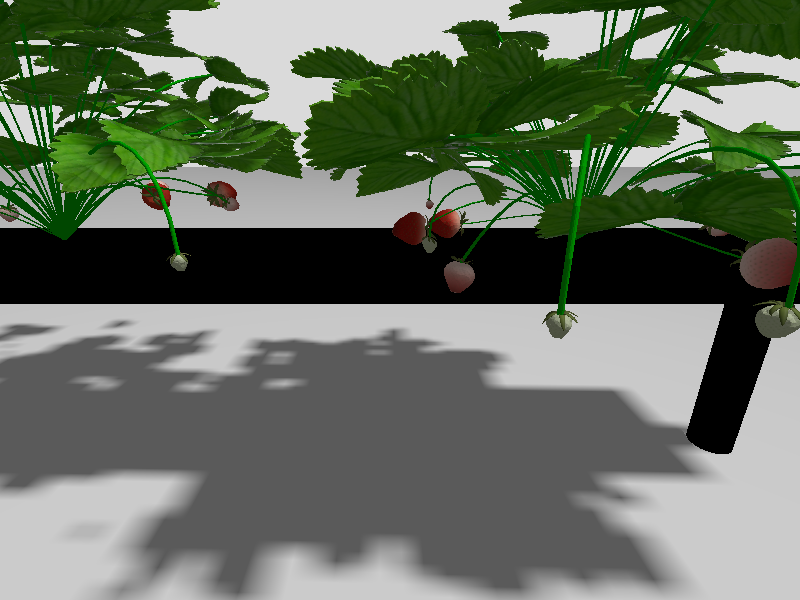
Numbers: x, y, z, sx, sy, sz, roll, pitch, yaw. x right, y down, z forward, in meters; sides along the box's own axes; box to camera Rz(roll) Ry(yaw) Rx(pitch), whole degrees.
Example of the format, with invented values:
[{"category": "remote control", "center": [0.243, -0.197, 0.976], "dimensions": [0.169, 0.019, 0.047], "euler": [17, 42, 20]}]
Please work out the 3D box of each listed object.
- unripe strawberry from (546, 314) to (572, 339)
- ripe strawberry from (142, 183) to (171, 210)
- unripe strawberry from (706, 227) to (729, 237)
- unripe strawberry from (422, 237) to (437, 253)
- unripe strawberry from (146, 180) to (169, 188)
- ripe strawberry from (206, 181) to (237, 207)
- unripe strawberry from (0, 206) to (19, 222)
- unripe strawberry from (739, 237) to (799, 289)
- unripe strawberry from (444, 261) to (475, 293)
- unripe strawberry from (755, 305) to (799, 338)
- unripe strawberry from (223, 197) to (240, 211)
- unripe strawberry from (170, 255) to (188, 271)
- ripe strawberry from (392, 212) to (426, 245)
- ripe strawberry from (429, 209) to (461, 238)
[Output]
[{"category": "unripe strawberry", "center": [0.057, 0.009, 0.144], "dimensions": [0.009, 0.010, 0.010], "euler": [9, 22, 23]}, {"category": "ripe strawberry", "center": [-0.336, -0.144, 0.555], "dimensions": [0.035, 0.037, 0.037], "euler": [-4, 16, -10]}, {"category": "unripe strawberry", "center": [0.293, -0.069, 0.361], "dimensions": [0.024, 0.025, 0.022], "euler": [-1, 20, -5]}, {"category": "unripe strawberry", "center": [0.021, -0.039, 0.289], "dimensions": [0.010, 0.011, 0.011], "euler": [-9, 22, -24]}, {"category": "unripe strawberry", "center": [-0.374, -0.167, 0.619], "dimensions": [0.034, 0.036, 0.037], "euler": [-5, 20, -14]}, {"category": "ripe strawberry", "center": [-0.249, -0.149, 0.564], "dimensions": [0.039, 0.035, 0.036], "euler": [4, 20, 10]}, {"category": "unripe strawberry", "center": [-0.439, -0.096, 0.450], "dimensions": [0.017, 0.017, 0.018], "euler": [-25, -19, -49]}, {"category": "unripe strawberry", "center": [0.209, -0.019, 0.221], "dimensions": [0.027, 0.029, 0.030], "euler": [-8, 22, -20]}, {"category": "unripe strawberry", "center": [0.032, -0.012, 0.220], "dimensions": [0.017, 0.017, 0.015], "euler": [17, 4, 38]}, {"category": "unripe strawberry", "center": [0.145, 0.009, 0.154], "dimensions": [0.014, 0.013, 0.013], "euler": [1, 20, 3]}, {"category": "unripe strawberry", "center": [-0.218, -0.123, 0.519], "dimensions": [0.020, 0.018, 0.018], "euler": [8, -4, 22]}, {"category": "unripe strawberry", "center": [-0.121, -0.020, 0.219], "dimensions": [0.010, 0.010, 0.009], "euler": [15, 25, 35]}, {"category": "ripe strawberry", "center": [0.008, -0.059, 0.333], "dimensions": [0.029, 0.028, 0.026], "euler": [-4, 20, -6]}, {"category": "ripe strawberry", "center": [0.040, -0.068, 0.357], "dimensions": [0.028, 0.024, 0.028], "euler": [1, 20, 4]}]
